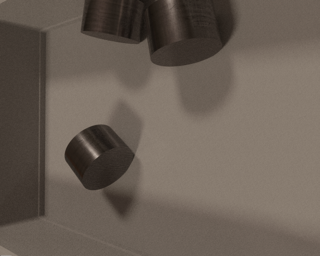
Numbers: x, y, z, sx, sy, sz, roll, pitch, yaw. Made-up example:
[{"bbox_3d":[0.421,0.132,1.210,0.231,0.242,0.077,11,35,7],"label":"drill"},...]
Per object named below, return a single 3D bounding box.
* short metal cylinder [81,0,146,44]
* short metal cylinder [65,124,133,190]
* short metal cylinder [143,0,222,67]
[{"bbox_3d":[-0.064,-0.148,0.421,0.080,0.081,0.050,16,101,38],"label":"short metal cylinder"},{"bbox_3d":[-0.086,0.042,0.440,0.050,0.081,0.080,44,116,30],"label":"short metal cylinder"},{"bbox_3d":[0.025,-0.107,0.349,0.080,0.081,0.050,-15,80,38],"label":"short metal cylinder"}]
